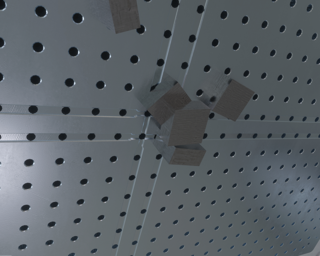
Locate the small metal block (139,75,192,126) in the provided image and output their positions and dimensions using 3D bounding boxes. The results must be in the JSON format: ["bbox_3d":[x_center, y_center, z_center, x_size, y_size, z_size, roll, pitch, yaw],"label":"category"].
[{"bbox_3d":[0.011,-0.030,0.398,0.050,0.025,0.050,-42,129,0],"label":"small metal block"}]

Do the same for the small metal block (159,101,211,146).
[{"bbox_3d":[0.031,-0.006,0.391,0.050,0.025,0.050,-4,120,-27],"label":"small metal block"}]

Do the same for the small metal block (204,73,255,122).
[{"bbox_3d":[0.097,-0.043,0.437,0.050,0.025,0.050,20,107,-36],"label":"small metal block"}]

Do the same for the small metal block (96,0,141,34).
[{"bbox_3d":[-0.043,-0.123,0.295,0.025,0.050,0.050,-20,126,-16],"label":"small metal block"}]

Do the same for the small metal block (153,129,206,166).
[{"bbox_3d":[0.026,0.027,0.425,0.050,0.050,0.025,8,115,-32],"label":"small metal block"}]
